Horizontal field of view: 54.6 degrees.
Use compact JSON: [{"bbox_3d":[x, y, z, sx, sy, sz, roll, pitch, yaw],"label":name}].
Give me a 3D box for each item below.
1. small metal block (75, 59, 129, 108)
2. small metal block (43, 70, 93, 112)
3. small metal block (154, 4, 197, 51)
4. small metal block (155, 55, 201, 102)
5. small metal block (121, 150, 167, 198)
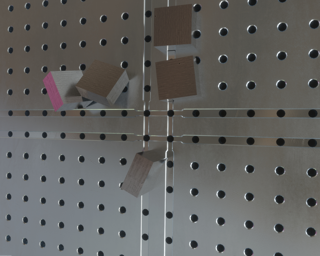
[{"bbox_3d":[-0.079,-0.062,0.429,0.050,0.025,0.050,22,66,18],"label":"small metal block"},{"bbox_3d":[-0.131,-0.054,0.443,0.025,0.050,0.050,-31,79,40],"label":"small metal block"},{"bbox_3d":[0.020,-0.130,0.406,0.050,0.025,0.050,1,90,20],"label":"small metal block"},{"bbox_3d":[0.024,-0.063,0.404,0.050,0.025,0.050,-6,88,20],"label":"small metal block"},{"bbox_3d":[-0.020,0.059,0.407,0.025,0.050,0.050,27,99,18],"label":"small metal block"}]
